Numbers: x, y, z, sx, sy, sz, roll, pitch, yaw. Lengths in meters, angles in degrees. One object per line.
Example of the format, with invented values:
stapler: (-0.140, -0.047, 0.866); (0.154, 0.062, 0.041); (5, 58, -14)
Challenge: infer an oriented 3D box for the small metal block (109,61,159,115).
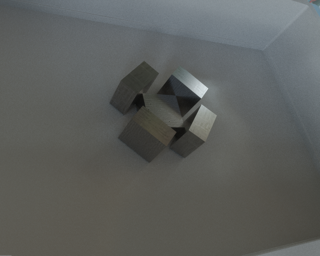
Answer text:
small metal block: (-0.034, -0.051, 0.400); (0.025, 0.050, 0.050); (41, 52, 0)

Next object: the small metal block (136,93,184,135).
small metal block: (0.000, -0.017, 0.413); (0.050, 0.025, 0.050); (1, 61, -28)

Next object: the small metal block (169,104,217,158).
small metal block: (0.044, 0.005, 0.407); (0.025, 0.050, 0.050); (36, 50, -6)

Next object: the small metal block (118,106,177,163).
small metal block: (-0.016, 0.009, 0.373); (0.050, 0.050, 0.025); (39, 52, -2)

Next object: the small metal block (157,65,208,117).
small metal block: (0.030, -0.051, 0.433); (0.050, 0.050, 0.025); (39, 50, -3)
